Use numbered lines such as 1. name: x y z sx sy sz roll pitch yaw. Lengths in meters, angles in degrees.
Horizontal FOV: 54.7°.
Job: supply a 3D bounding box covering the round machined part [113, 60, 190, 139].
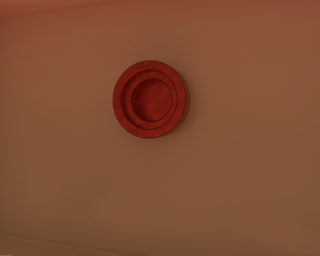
1. round machined part: -0.008 -0.036 0.404 0.098 0.042 0.097 0 90 19
